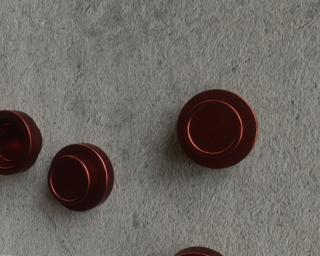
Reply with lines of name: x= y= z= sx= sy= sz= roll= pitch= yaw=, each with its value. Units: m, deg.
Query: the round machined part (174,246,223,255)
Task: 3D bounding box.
round machined part: x=0.052 y=0.194 z=0.381 sx=0.098 sy=0.042 sz=0.097 roll=0 pitch=90 yaw=20

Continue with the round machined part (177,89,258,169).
round machined part: x=0.067 y=0.001 z=0.376 sx=0.098 sy=0.042 sz=0.097 roll=0 pitch=90 yaw=20

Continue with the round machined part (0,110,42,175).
round machined part: x=-0.224 y=0.022 z=0.479 sx=0.098 sy=0.042 sz=0.097 roll=0 pitch=90 yaw=20

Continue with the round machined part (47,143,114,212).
round machined part: x=-0.119 y=0.071 z=0.442 sx=0.098 sy=0.042 sz=0.097 roll=0 pitch=90 yaw=20
